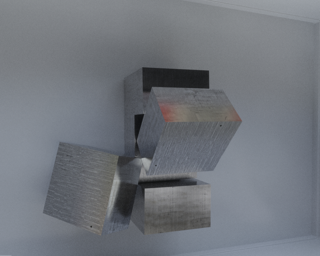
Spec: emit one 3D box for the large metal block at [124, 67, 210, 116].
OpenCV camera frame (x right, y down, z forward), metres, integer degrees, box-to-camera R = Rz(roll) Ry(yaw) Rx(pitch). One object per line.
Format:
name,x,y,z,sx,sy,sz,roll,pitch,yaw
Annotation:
large metal block,0.006,-0.041,0.382,0.081,0.080,0.050,-1,91,-20

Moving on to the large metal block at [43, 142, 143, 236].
large metal block,-0.073,0.064,0.345,0.050,0.080,0.080,20,82,-63

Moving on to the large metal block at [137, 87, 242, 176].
large metal block,0.027,0.004,0.331,0.081,0.079,0.050,-1,46,-21

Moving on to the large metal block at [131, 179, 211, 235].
large metal block,0.007,0.090,0.383,0.081,0.080,0.050,0,90,-20

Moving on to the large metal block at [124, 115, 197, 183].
large metal block,0.000,0.024,0.398,0.081,0.050,0.079,-1,90,-20
